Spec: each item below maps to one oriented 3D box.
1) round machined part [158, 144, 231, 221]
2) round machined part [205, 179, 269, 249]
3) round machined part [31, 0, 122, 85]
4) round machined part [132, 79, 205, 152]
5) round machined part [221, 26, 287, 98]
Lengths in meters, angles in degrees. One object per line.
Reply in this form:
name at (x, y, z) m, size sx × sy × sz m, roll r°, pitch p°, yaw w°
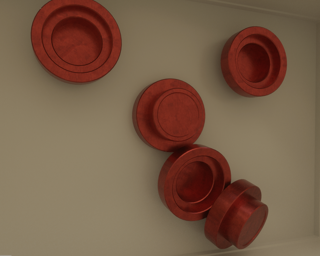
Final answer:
round machined part at (0.042, 0.069, 0.411) m, size 0.099 × 0.042 × 0.097 m, roll -4°, pitch 101°, yaw -24°
round machined part at (0.109, 0.122, 0.418) m, size 0.099 × 0.042 × 0.097 m, roll -23°, pitch 127°, yaw -34°
round machined part at (-0.098, -0.100, 0.365) m, size 0.099 × 0.042 × 0.097 m, roll 0°, pitch 90°, yaw -20°
round machined part at (0.016, -0.017, 0.407) m, size 0.099 × 0.042 × 0.097 m, roll 0°, pitch 90°, yaw -20°
round machined part at (0.130, -0.093, 0.449) m, size 0.099 × 0.042 × 0.097 m, roll 0°, pitch 90°, yaw -20°
